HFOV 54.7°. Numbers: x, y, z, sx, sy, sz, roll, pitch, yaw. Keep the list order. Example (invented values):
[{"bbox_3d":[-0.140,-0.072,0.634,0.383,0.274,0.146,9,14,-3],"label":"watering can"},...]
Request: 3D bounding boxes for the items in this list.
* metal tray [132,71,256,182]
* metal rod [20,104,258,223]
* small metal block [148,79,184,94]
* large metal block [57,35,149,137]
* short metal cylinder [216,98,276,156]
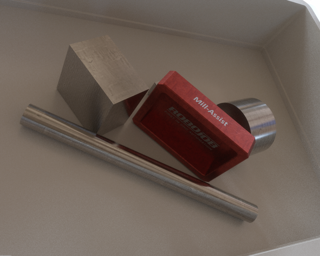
[{"bbox_3d":[0.038,0.002,0.382,0.130,0.090,0.030,40,50,-2],"label":"metal tray"},{"bbox_3d":[-0.013,0.048,0.369,0.301,0.025,0.025,26,53,-13],"label":"metal rod"},{"bbox_3d":[0.019,-0.044,0.441,0.050,0.025,0.050,-22,74,-36],"label":"small metal block"},{"bbox_3d":[-0.070,-0.046,0.360,0.050,0.080,0.080,-30,79,-38],"label":"large metal block"},{"bbox_3d":[0.111,0.001,0.430,0.050,0.080,0.080,-13,69,-33],"label":"short metal cylinder"}]
